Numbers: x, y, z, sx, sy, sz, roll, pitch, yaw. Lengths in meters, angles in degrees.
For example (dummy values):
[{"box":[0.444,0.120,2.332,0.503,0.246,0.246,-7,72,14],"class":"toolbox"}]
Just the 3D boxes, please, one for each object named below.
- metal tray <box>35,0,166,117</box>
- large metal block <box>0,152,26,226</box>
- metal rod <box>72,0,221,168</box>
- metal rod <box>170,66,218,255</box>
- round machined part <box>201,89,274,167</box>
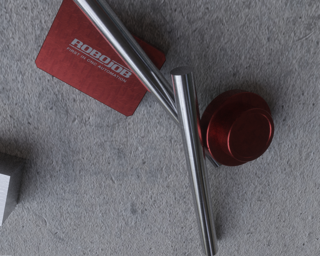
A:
[{"box":[-0.070,-0.084,0.375,0.131,0.030,0.090,29,107,-11],"class":"metal tray"},{"box":[-0.239,0.076,0.421,0.080,0.050,0.079,16,109,-7],"class":"large metal block"},{"box":[-0.007,-0.054,0.356,0.025,0.025,0.300,-35,119,12],"class":"metal rod"},{"box":[0.050,0.064,0.404,0.025,0.025,0.298,-10,121,3],"class":"metal rod"},{"box":[0.101,0.003,0.385,0.099,0.042,0.097,-8,110,-22],"class":"round machined part"}]
